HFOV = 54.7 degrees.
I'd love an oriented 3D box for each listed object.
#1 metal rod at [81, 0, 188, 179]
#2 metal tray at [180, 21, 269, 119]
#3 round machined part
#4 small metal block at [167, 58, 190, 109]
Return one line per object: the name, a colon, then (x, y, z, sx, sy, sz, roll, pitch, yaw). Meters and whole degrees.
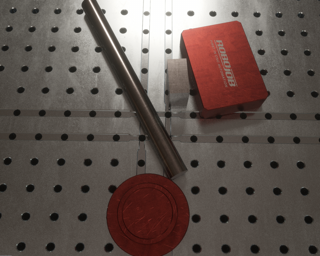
metal rod: (-0.043, -0.067, 0.435, 0.025, 0.025, 0.299, -25, 72, -9)
metal tray: (0.087, -0.085, 0.441, 0.091, 0.030, 0.129, -12, 71, -5)
round machined part: (-0.014, 0.102, 0.365, 0.099, 0.042, 0.098, 0, 70, -1)
small metal block: (0.023, -0.059, 0.420, 0.025, 0.050, 0.050, -3, 70, -1)
